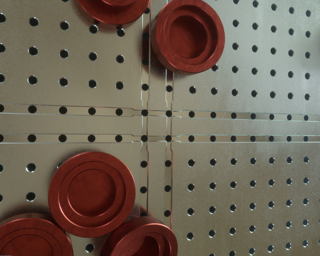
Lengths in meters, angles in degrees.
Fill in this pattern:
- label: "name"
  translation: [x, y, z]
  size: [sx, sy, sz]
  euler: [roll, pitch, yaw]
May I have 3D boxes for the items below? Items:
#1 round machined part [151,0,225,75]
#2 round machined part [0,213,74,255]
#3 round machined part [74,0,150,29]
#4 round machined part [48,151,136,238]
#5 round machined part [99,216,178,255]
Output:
- label: "round machined part"
  translation: [0.034, -0.119, 0.416]
  size: [0.099, 0.042, 0.097]
  euler: [0, 90, -20]
- label: "round machined part"
  translation: [-0.150, 0.144, 0.349]
  size: [0.099, 0.042, 0.097]
  euler: [0, 90, -20]
- label: "round machined part"
  translation: [-0.058, -0.177, 0.382]
  size: [0.099, 0.042, 0.097]
  euler: [0, 90, -20]
- label: "round machined part"
  translation: [-0.082, 0.076, 0.372]
  size: [0.099, 0.042, 0.098]
  euler: [1, 88, -19]
- label: "round machined part"
  translation: [-0.030, 0.155, 0.383]
  size: [0.099, 0.042, 0.097]
  euler: [-8, 106, -31]
